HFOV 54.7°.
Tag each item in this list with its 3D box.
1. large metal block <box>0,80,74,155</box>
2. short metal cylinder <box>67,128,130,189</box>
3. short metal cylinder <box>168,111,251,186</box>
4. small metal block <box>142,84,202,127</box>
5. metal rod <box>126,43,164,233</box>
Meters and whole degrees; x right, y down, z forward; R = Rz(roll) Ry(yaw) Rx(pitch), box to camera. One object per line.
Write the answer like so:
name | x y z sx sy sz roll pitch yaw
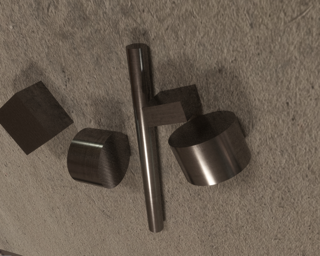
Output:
large metal block | -0.197 -0.014 0.483 0.080 0.050 0.080 -27 104 37
short metal cylinder | -0.085 0.042 0.440 0.050 0.080 0.079 7 122 24
short metal cylinder | 0.056 0.021 0.354 0.080 0.080 0.050 -14 111 33
small metal block | 0.015 -0.027 0.365 0.050 0.050 0.025 -8 115 31
metal rod | -0.017 0.033 0.434 0.025 0.025 0.298 9 123 23
